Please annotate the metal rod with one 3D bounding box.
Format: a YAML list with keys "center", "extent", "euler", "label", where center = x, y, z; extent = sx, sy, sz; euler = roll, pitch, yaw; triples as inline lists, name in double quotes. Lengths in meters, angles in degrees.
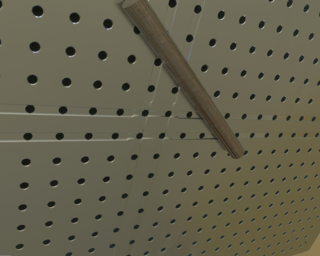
- center: [0.049, -0.045, 0.411]
  extent: [0.025, 0.025, 0.300]
  euler: [-42, 130, 0]
  label: "metal rod"
